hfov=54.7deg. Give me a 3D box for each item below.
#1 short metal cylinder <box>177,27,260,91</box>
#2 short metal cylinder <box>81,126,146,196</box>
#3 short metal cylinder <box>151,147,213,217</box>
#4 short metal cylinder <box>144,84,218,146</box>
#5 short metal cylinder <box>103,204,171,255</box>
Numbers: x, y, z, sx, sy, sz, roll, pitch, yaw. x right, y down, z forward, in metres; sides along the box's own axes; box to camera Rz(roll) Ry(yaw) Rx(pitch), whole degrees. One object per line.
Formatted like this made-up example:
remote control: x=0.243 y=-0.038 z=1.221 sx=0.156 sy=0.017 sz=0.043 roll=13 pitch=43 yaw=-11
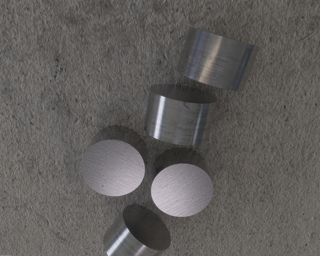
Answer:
short metal cylinder: x=0.065 y=-0.079 z=0.352 sx=0.080 sy=0.080 sz=0.050 roll=14 pitch=110 yaw=-5
short metal cylinder: x=-0.059 y=0.043 z=0.412 sx=0.081 sy=0.050 sz=0.079 roll=0 pitch=110 yaw=0
short metal cylinder: x=0.029 y=0.073 z=0.423 sx=0.081 sy=0.050 sz=0.079 roll=0 pitch=110 yaw=0
short metal cylinder: x=0.024 y=-0.018 z=0.374 sx=0.081 sy=0.080 sz=0.050 roll=9 pitch=110 yaw=-3
short metal cylinder: x=-0.032 y=0.155 z=0.437 sx=0.080 sy=0.080 sz=0.050 roll=33 pitch=107 yaw=-12
